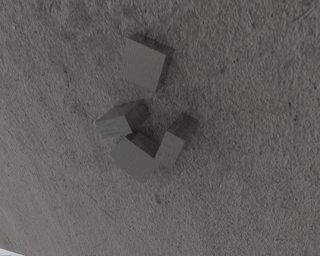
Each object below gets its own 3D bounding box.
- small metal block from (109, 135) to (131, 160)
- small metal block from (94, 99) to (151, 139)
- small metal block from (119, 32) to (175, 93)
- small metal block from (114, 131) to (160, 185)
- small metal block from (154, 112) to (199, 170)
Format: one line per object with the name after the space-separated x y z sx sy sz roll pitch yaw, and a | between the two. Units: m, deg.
-0.038 0.036 0.450 0.050 0.025 0.050 44 129 -3 | small metal block
-0.048 -0.012 0.409 0.050 0.050 0.025 -11 113 33 | small metal block
-0.016 -0.078 0.367 0.050 0.025 0.050 26 128 11 | small metal block
-0.026 0.040 0.413 0.050 0.025 0.050 36 127 3 | small metal block
0.021 0.015 0.389 0.025 0.050 0.050 29 128 9 | small metal block
